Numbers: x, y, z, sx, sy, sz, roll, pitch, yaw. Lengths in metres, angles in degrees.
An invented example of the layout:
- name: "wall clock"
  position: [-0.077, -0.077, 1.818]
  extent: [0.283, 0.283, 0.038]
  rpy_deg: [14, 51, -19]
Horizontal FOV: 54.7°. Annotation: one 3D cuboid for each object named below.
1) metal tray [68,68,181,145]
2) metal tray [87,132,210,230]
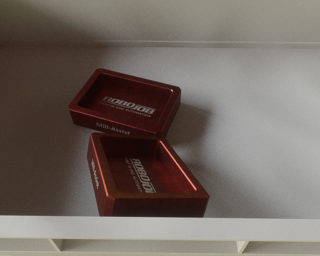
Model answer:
- name: "metal tray"
  position: [-0.046, -0.032, 0.427]
  extent: [0.130, 0.030, 0.090]
  rpy_deg: [15, 52, 12]
- name: "metal tray"
  position: [-0.020, 0.046, 0.310]
  extent: [0.091, 0.030, 0.130]
  rpy_deg: [5, 21, -21]
